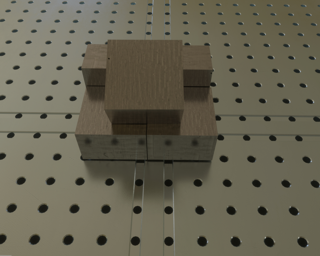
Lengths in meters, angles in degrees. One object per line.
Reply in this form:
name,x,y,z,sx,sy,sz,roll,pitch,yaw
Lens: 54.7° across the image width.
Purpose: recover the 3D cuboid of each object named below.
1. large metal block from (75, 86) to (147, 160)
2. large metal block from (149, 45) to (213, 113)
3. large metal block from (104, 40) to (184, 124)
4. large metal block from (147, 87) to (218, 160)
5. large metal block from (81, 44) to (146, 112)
large metal block,-0.056,-0.007,0.394,0.081,0.050,0.080,1,50,0
large metal block,0.025,-0.066,0.426,0.081,0.080,0.050,1,50,0
large metal block,-0.016,-0.050,0.347,0.081,0.050,0.080,0,74,-1
large metal block,0.026,-0.006,0.394,0.081,0.050,0.080,1,50,0
large metal block,-0.056,-0.067,0.426,0.081,0.080,0.050,1,50,0
